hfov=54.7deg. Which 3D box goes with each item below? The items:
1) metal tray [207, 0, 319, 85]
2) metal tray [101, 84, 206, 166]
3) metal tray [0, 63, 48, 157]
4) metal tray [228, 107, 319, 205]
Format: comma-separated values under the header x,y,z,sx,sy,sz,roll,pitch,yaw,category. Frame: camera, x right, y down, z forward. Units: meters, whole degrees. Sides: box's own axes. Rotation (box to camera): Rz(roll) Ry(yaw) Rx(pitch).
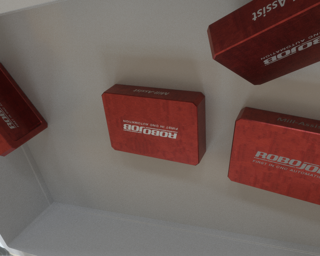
x,y,z,sx,sy,sz,roll,pitch,yaw,category
0.117,-0.083,0.254,0.130,0.091,0.030,-21,67,36,metal tray
-0.007,-0.006,0.406,0.130,0.030,0.089,9,122,23,metal tray
-0.244,-0.032,0.472,0.030,0.090,0.130,-29,103,24,metal tray
0.148,0.033,0.348,0.130,0.030,0.089,13,124,21,metal tray
